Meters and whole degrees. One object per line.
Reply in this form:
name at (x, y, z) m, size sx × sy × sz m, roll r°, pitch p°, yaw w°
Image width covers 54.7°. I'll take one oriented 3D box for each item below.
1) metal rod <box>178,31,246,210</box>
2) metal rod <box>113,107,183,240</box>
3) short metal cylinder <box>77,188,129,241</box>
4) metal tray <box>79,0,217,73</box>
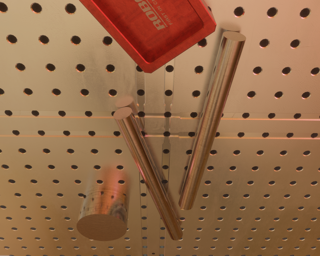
metal rod at (0.061, 0.015, 0.425) m, size 0.025 × 0.025 × 0.298 m, roll 5°, pitch 130°, yaw -5°
metal rod at (-0.008, 0.090, 0.488) m, size 0.025 × 0.025 × 0.299 m, roll -12°, pitch 130°, yaw 9°
short metal cylinder at (-0.094, 0.145, 0.518) m, size 0.081 × 0.050 × 0.079 m, roll -1°, pitch 130°, yaw 0°
metal tray at (-0.017, -0.126, 0.300) m, size 0.090 × 0.030 × 0.130 m, roll -30°, pitch 125°, yaw 23°
